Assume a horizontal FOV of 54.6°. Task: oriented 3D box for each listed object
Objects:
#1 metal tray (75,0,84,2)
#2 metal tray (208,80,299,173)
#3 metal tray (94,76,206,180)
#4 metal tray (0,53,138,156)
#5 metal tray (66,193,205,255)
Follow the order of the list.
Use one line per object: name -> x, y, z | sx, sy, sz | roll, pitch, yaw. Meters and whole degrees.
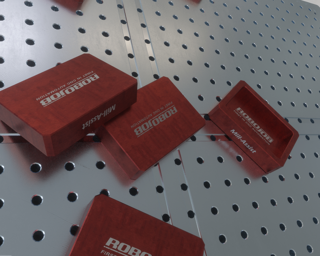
metal tray -> -0.162, -0.258, 0.475 | 0.131, 0.030, 0.090 | 25, 53, -13
metal tray -> 0.149, -0.005, 0.486 | 0.130, 0.030, 0.090 | 44, 51, 3
metal tray -> -0.012, -0.005, 0.402 | 0.131, 0.030, 0.090 | -34, 81, -38
metal tray -> -0.100, -0.033, 0.348 | 0.090, 0.030, 0.131 | 31, 48, 24
metal tray -> -0.024, 0.134, 0.310 | 0.131, 0.030, 0.090 | 27, 52, -11
